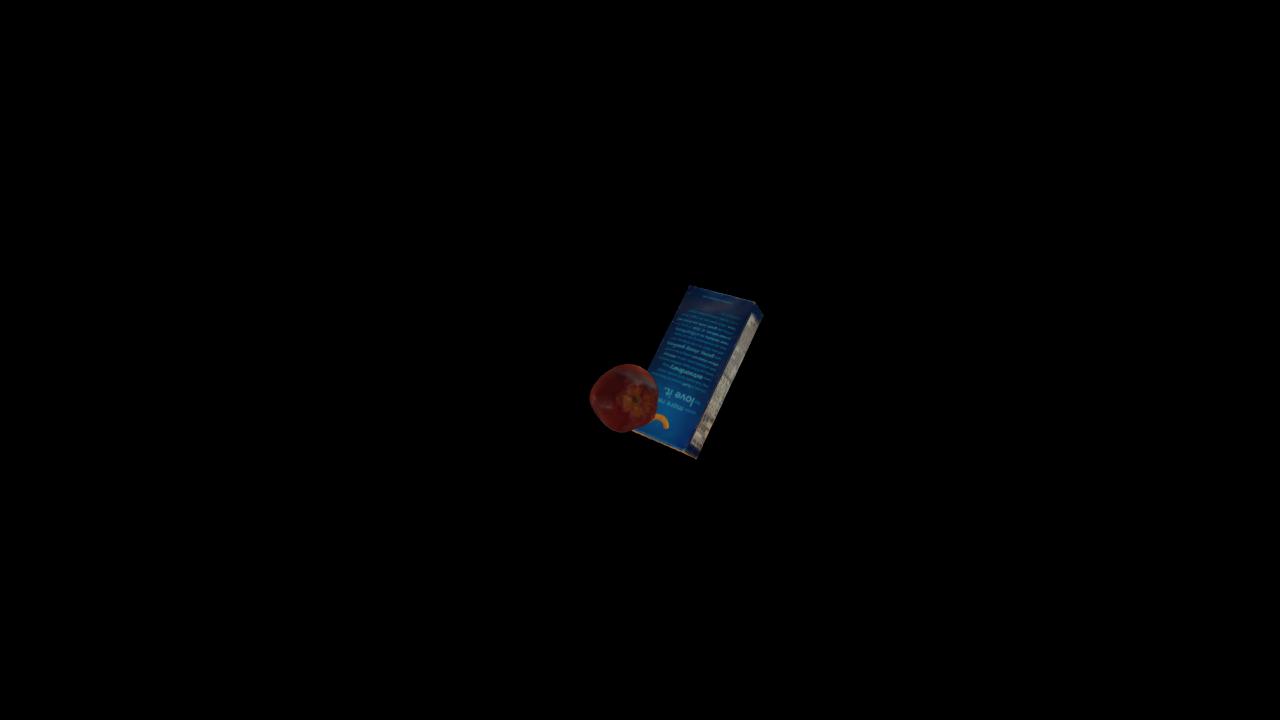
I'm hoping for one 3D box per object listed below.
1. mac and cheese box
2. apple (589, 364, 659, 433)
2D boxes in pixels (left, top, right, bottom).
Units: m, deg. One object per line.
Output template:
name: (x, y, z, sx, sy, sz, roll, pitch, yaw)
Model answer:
mac and cheese box: (0.060, 0.010, 0.698, 0.093, 0.184, 0.041, 20, -12, 34)
apple: (-0.016, 0.043, 0.690, 0.079, 0.079, 0.093, 0, 4, -14)
